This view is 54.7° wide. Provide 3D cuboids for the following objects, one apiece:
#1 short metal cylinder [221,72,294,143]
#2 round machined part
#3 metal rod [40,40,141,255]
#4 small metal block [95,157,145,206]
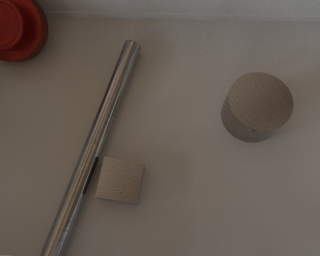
[{"bbox_3d":[0.125,-0.026,0.407,0.081,0.050,0.080,0,70,0],"label":"short metal cylinder"},{"bbox_3d":[-0.210,-0.141,0.426,0.099,0.042,0.097,1,102,5],"label":"round machined part"},{"bbox_3d":[-0.082,0.014,0.403,0.025,0.025,0.299,16,71,5],"label":"metal rod"},{"bbox_3d":[-0.048,0.066,0.385,0.050,0.025,0.050,9,70,3],"label":"small metal block"}]
